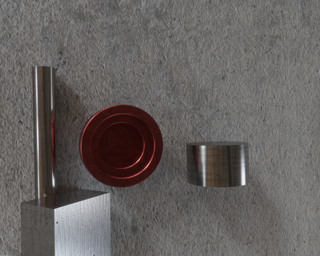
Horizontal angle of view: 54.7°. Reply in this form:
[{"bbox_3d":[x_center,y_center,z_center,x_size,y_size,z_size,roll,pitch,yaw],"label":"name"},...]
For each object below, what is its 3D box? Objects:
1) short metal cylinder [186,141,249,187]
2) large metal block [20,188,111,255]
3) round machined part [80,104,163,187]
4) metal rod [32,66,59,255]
[{"bbox_3d":[0.075,0.045,0.408,0.081,0.080,0.050,-2,91,-20],"label":"short metal cylinder"},{"bbox_3d":[-0.100,0.115,0.338,0.080,0.050,0.080,-2,91,-59],"label":"large metal block"},{"bbox_3d":[-0.050,0.021,0.382,0.099,0.042,0.097,0,90,-20],"label":"round machined part"},{"bbox_3d":[-0.132,0.080,0.360,0.025,0.025,0.298,-1,91,-20],"label":"metal rod"}]
